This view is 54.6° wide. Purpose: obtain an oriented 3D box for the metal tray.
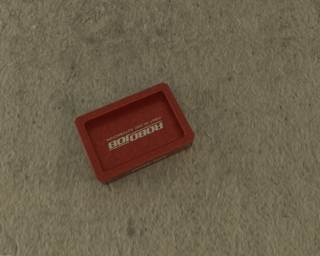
[{"bbox_3d":[-0.032,0.006,0.403,0.131,0.030,0.090,-23,72,-9],"label":"metal tray"}]
